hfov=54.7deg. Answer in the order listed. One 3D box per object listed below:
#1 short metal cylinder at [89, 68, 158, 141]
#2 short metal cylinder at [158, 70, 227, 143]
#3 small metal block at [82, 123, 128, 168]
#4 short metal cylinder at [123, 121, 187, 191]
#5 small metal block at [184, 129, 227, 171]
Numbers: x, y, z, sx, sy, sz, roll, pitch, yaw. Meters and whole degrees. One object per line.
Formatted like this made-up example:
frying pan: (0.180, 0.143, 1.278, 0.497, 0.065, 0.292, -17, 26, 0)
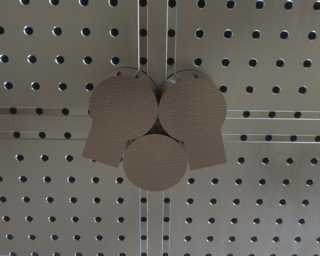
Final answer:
short metal cylinder: (-0.043, -0.031, 0.384, 0.081, 0.050, 0.079, 0, 110, 0)
short metal cylinder: (0.038, -0.028, 0.386, 0.081, 0.050, 0.079, 0, 110, 0)
small metal block: (-0.071, 0.020, 0.416, 0.050, 0.025, 0.050, 20, 109, -7)
short metal cylinder: (-0.006, 0.036, 0.409, 0.081, 0.050, 0.079, 0, 110, 0)
small metal block: (0.059, 0.025, 0.420, 0.050, 0.025, 0.050, -13, 110, 4)
